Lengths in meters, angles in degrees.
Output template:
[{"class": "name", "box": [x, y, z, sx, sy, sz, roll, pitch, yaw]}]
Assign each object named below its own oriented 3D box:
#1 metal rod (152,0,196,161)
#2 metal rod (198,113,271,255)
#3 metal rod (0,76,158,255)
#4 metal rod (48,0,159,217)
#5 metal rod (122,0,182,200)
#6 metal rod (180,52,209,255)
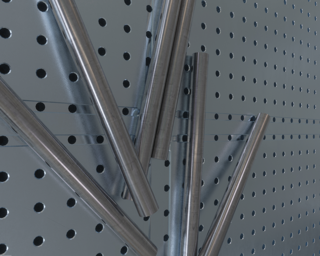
[{"class": "metal rod", "box": [0.024, -0.105, 0.427, 0.025, 0.025, 0.299, 18, 79, -39]}, {"class": "metal rod", "box": [0.121, 0.092, 0.492, 0.025, 0.025, 0.301, 50, 56, -28]}, {"class": "metal rod", "box": [-0.091, 0.050, 0.331, 0.025, 0.025, 0.300, -50, 119, -28]}, {"class": "metal rod", "box": [-0.066, -0.040, 0.335, 0.025, 0.025, 0.299, -29, 103, -36]}, {"class": "metal rod", "box": [-0.006, -0.057, 0.402, 0.025, 0.025, 0.299, 18, 79, -39]}, {"class": "metal rod", "box": [0.050, 0.041, 0.449, 0.025, 0.025, 0.299, 6, 86, -40]}]
